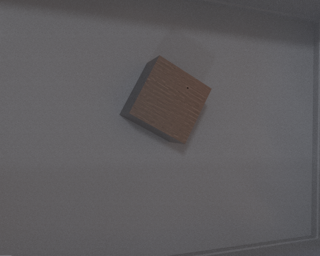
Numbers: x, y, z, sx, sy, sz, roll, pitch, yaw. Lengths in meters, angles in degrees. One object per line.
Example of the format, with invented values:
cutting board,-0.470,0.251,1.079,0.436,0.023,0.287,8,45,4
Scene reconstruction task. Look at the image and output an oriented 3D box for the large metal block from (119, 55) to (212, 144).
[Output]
large metal block,0.007,-0.034,0.401,0.080,0.050,0.080,29,80,-18
